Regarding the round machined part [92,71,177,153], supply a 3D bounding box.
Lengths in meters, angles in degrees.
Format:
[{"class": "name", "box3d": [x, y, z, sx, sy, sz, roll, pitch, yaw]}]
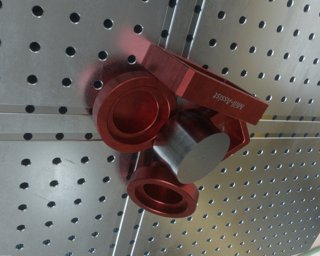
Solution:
[{"class": "round machined part", "box3d": [-0.032, -0.022, 0.370, 0.099, 0.042, 0.097, -14, 125, -21]}]

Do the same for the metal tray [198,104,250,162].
[{"class": "metal tray", "box3d": [0.066, 0.018, 0.456, 0.131, 0.030, 0.090, -32, 129, -8]}]

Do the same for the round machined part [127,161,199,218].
[{"class": "round machined part", "box3d": [0.007, 0.083, 0.434, 0.098, 0.042, 0.097, 12, 139, 11]}]

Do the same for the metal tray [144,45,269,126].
[{"class": "metal tray", "box3d": [0.056, -0.050, 0.370, 0.131, 0.090, 0.030, 16, 110, -35]}]

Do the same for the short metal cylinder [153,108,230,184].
[{"class": "short metal cylinder", "box3d": [0.039, 0.023, 0.384, 0.081, 0.050, 0.080, -26, 141, -23]}]
